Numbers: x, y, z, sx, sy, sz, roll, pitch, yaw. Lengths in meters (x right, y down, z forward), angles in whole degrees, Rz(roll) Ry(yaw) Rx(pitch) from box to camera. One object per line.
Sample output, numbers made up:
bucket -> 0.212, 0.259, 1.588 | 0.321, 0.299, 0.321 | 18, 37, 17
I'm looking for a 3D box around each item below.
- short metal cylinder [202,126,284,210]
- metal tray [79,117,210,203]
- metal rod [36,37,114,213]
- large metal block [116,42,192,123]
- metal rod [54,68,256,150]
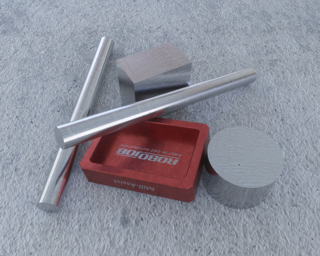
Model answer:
short metal cylinder -> 0.091, 0.044, 0.351 | 0.081, 0.050, 0.080 | 1, 50, -1
metal tray -> -0.015, 0.029, 0.363 | 0.130, 0.030, 0.090 | 8, 50, 17
metal rod -> -0.104, -0.029, 0.426 | 0.025, 0.025, 0.300 | 5, 50, 3
large metal block -> -0.008, -0.058, 0.416 | 0.081, 0.080, 0.050 | -24, 54, -19
metal rod -> 0.018, -0.035, 0.391 | 0.302, 0.025, 0.025 | -21, 52, -33
